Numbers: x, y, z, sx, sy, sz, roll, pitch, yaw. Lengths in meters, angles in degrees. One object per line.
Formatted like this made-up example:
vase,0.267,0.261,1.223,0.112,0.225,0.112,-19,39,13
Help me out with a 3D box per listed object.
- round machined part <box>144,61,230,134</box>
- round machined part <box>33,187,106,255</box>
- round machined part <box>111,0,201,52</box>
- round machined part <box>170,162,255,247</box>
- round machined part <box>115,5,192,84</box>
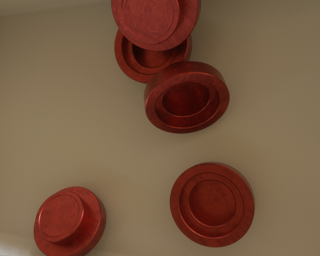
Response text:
round machined part,0.030,-0.040,0.371,0.098,0.098,0.042,-25,46,18
round machined part,-0.127,0.125,0.420,0.098,0.042,0.098,-7,55,11
round machined part,-0.008,-0.130,0.335,0.098,0.042,0.097,8,124,13
round machined part,0.065,0.089,0.378,0.098,0.042,0.097,0,90,19
round machined part,-0.006,-0.104,0.403,0.098,0.042,0.097,0,90,19
